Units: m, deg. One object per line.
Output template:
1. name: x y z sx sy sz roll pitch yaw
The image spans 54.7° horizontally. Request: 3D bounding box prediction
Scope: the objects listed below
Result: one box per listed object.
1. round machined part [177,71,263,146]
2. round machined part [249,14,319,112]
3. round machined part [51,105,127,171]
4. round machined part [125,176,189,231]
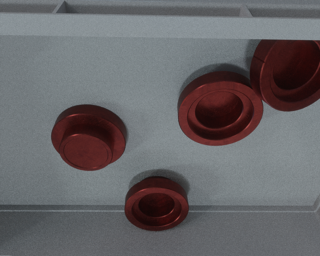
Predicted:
1. round machined part: 0.070 -0.027 0.376 0.099 0.042 0.097 0 131 0
2. round machined part: 0.139 -0.070 0.328 0.099 0.042 0.097 -9 122 -14
3. round machined part: -0.095 0.020 0.414 0.099 0.042 0.097 -1 130 0
4. round machined part: -0.005 0.115 0.491 0.099 0.042 0.097 -1 123 -2
